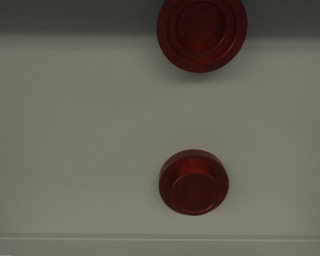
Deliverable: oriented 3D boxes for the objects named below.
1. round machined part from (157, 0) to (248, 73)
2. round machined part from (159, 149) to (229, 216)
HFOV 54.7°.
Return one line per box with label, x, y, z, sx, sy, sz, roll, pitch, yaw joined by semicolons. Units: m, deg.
round machined part;0.046;-0.116;0.354;0.099;0.042;0.097;0;119;0
round machined part;0.048;0.082;0.433;0.099;0.042;0.097;0;110;0
